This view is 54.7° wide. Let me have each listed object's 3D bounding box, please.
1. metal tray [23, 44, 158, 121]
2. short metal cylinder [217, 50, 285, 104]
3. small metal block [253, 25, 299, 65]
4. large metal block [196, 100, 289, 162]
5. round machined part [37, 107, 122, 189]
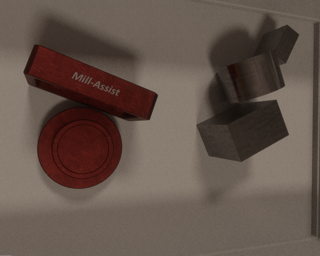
[{"bbox_3d":[-0.078,-0.044,0.347,0.131,0.090,0.030,20,83,-19],"label":"metal tray"},{"bbox_3d":[0.125,-0.071,0.429,0.081,0.080,0.050,-22,98,-19],"label":"short metal cylinder"},{"bbox_3d":[0.171,-0.119,0.462,0.025,0.050,0.050,31,80,-18],"label":"small metal block"},{"bbox_3d":[0.110,0.002,0.424,0.081,0.080,0.050,-25,99,-19],"label":"large metal block"},{"bbox_3d":[-0.093,0.024,0.368,0.099,0.042,0.097,0,90,-21],"label":"round machined part"}]
